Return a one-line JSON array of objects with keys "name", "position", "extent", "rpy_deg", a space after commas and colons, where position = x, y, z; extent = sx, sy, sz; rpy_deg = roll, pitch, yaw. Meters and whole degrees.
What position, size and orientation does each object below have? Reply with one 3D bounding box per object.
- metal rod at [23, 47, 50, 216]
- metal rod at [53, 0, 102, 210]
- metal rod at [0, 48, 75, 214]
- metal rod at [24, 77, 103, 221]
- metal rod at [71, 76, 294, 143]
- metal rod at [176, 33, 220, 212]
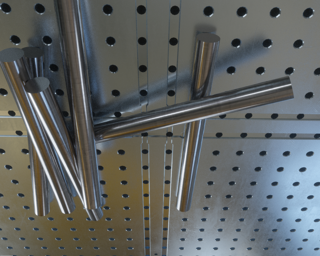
[{"name": "metal rod", "position": [-0.170, 0.028, 0.433], "extent": [0.025, 0.025, 0.298], "rpy_deg": [9, 130, -8]}, {"name": "metal rod", "position": [-0.092, -0.022, 0.361], "extent": [0.025, 0.025, 0.298], "rpy_deg": [1, 121, -1]}, {"name": "metal rod", "position": [-0.149, 0.031, 0.410], "extent": [0.025, 0.025, 0.298], "rpy_deg": [1, 137, -1]}, {"name": "metal rod", "position": [-0.117, 0.053, 0.425], "extent": [0.025, 0.025, 0.299], "rpy_deg": [-2, 140, 2]}, {"name": "metal rod", "position": [0.000, -0.011, 0.376], "extent": [0.300, 0.025, 0.025], "rpy_deg": [-13, 130, 20]}, {"name": "metal rod", "position": [0.045, 0.017, 0.426], "extent": [0.025, 0.025, 0.298], "rpy_deg": [2, 130, -2]}]
